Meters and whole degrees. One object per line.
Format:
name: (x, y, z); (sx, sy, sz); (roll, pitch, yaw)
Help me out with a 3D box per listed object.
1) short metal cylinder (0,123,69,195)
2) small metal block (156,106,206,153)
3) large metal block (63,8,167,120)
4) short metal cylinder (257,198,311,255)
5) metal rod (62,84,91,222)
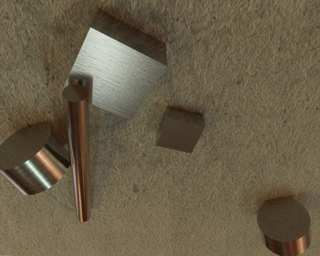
short metal cylinder: (-0.165, 0.039, 0.402); (0.080, 0.080, 0.050); (-15, 129, 12)
small metal block: (0.026, 0.003, 0.410); (0.050, 0.025, 0.050); (13, 129, -12)
large metal block: (-0.048, -0.066, 0.334); (0.080, 0.050, 0.080); (23, 126, -19)
short metal cylinder: (0.206, 0.163, 0.514); (0.080, 0.080, 0.050); (-15, 129, 12)
metal rod: (-0.108, 0.058, 0.420); (0.025, 0.025, 0.298); (7, 141, -6)
